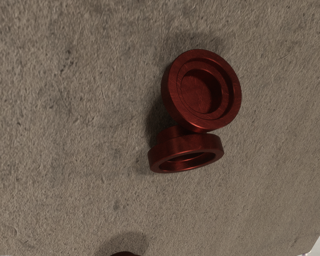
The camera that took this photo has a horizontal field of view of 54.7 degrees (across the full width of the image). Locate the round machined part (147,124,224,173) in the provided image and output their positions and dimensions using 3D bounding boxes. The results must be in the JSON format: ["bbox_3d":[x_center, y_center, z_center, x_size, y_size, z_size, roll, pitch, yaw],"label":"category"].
[{"bbox_3d":[0.032,0.026,0.411,0.099,0.042,0.098,-10,158,-4],"label":"round machined part"}]

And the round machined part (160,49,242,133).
[{"bbox_3d":[0.046,-0.042,0.376,0.099,0.042,0.098,5,76,-22],"label":"round machined part"}]

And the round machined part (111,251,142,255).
[{"bbox_3d":[-0.065,0.245,0.514,0.099,0.042,0.097,-14,125,-21],"label":"round machined part"}]
